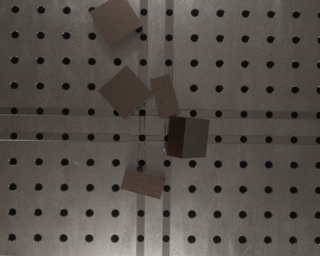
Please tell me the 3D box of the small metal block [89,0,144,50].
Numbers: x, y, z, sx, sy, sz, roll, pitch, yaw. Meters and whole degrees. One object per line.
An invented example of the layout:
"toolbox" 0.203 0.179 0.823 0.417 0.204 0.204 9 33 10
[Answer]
"small metal block" -0.057 -0.141 0.413 0.050 0.025 0.050 -31 90 -1

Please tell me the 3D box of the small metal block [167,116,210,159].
"small metal block" 0.037 0.012 0.399 0.025 0.050 0.050 8 93 43

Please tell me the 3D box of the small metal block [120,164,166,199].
"small metal block" -0.021 0.068 0.401 0.050 0.050 0.025 15 90 -1

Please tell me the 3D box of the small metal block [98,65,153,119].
"small metal block" -0.044 -0.046 0.412 0.050 0.025 0.050 -42 89 1

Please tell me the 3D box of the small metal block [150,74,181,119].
"small metal block" 0.006 -0.039 0.401 0.025 0.050 0.050 -15 90 -1
